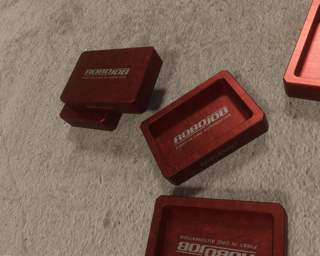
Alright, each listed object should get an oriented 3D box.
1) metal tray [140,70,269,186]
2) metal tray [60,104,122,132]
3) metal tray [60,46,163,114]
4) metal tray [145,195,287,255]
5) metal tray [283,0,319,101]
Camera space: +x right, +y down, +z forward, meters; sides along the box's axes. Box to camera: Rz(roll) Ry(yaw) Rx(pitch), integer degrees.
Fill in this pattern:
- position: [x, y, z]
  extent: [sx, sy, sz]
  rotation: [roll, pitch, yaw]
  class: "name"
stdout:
- position: [0.049, -0.002, 0.374]
  extent: [0.130, 0.030, 0.090]
  rotation: [-33, 52, 6]
  class: "metal tray"
- position: [-0.090, -0.062, 0.484]
  extent: [0.090, 0.030, 0.130]
  rotation: [6, 65, 30]
  class: "metal tray"
- position: [-0.069, -0.068, 0.438]
  extent: [0.130, 0.030, 0.090]
  rotation: [4, 64, 29]
  class: "metal tray"
- position: [0.052, 0.117, 0.300]
  extent: [0.130, 0.030, 0.090]
  rotation: [-2, 61, 26]
  class: "metal tray"
- position: [0.204, -0.090, 0.348]
  extent: [0.090, 0.030, 0.130]
  rotation: [15, 69, 33]
  class: "metal tray"
